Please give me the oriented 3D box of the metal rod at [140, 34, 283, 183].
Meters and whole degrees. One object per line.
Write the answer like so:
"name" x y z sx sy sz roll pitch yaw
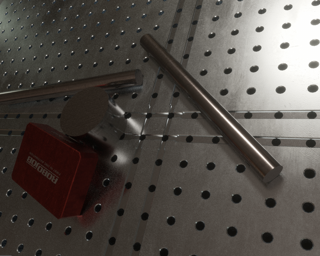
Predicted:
"metal rod" 0.047 -0.047 0.411 0.025 0.025 0.300 -38 51 2

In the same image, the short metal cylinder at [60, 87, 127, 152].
"short metal cylinder" -0.095 -0.013 0.448 0.080 0.050 0.080 -13 57 21

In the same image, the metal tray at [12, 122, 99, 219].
"metal tray" -0.149 0.054 0.427 0.130 0.030 0.089 23 96 36

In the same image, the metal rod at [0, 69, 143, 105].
"metal rod" -0.167 -0.067 0.534 0.301 0.025 0.025 -5 60 25
